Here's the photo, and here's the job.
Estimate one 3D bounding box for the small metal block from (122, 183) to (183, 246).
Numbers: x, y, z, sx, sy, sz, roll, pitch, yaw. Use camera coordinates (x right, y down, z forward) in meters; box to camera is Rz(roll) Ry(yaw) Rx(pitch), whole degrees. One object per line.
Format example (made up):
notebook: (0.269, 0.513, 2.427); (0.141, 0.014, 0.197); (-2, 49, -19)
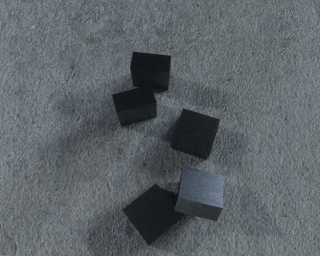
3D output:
small metal block: (-0.008, 0.103, 0.370); (0.050, 0.025, 0.050); (-37, 74, -12)

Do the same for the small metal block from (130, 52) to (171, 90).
small metal block: (-0.012, -0.077, 0.423); (0.050, 0.050, 0.025); (7, 70, 2)

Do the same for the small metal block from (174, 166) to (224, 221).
small metal block: (0.047, 0.077, 0.367); (0.050, 0.025, 0.050); (13, 38, 3)

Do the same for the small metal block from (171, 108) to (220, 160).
small metal block: (0.046, 0.008, 0.405); (0.050, 0.025, 0.050); (18, 71, 6)

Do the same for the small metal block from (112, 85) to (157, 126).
small metal block: (-0.032, -0.028, 0.405); (0.050, 0.050, 0.025); (-15, 71, -6)
